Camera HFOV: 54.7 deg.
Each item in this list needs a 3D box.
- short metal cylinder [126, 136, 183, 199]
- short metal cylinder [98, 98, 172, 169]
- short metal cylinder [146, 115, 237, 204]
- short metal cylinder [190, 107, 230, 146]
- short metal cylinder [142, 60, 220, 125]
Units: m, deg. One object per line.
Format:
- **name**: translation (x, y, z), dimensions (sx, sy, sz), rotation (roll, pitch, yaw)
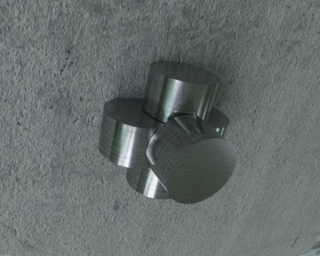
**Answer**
- **short metal cylinder**: translation (0.000, 0.047, 0.403), dimensions (0.081, 0.080, 0.050), rotation (0, 119, -29)
- **short metal cylinder**: translation (-0.028, 0.004, 0.361), dimensions (0.081, 0.080, 0.050), rotation (-1, 119, -28)
- **short metal cylinder**: translation (0.032, 0.033, 0.327), dimensions (0.081, 0.050, 0.079), rotation (-14, 125, -21)
- **short metal cylinder**: translation (0.043, 0.003, 0.400), dimensions (0.081, 0.080, 0.050), rotation (-1, 119, -29)
- **short metal cylinder**: translation (0.024, -0.042, 0.361), dimensions (0.081, 0.080, 0.050), rotation (-2, 119, -28)
